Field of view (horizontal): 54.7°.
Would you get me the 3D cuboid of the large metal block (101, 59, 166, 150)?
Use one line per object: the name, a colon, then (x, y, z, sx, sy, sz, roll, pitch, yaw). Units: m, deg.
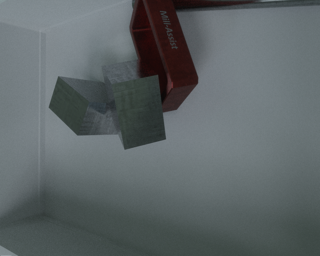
large metal block: (-0.033, -0.032, 0.376, 0.080, 0.050, 0.079, -126, 25, -60)

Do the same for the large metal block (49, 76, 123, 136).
large metal block: (-0.100, -0.032, 0.451, 0.080, 0.081, 0.050, 37, 112, 33)

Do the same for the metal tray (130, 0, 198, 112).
metal tray: (-0.001, -0.092, 0.372, 0.090, 0.030, 0.129, 128, 128, -68)

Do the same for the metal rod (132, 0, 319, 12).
metal rod: (0.084, -0.142, 0.335, 0.300, 0.025, 0.025, 14, 99, 38)
